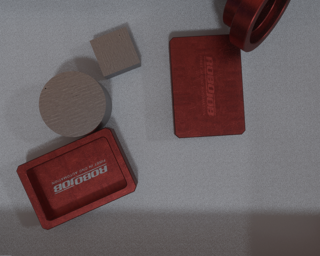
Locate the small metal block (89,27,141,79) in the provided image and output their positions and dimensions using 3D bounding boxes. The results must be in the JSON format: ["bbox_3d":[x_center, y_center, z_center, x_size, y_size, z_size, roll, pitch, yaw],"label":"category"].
[{"bbox_3d":[-0.058,-0.098,0.411,0.050,0.025,0.050,-22,90,-1],"label":"small metal block"}]

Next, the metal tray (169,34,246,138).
[{"bbox_3d":[0.061,-0.054,0.410,0.091,0.030,0.129,-4,90,-1],"label":"metal tray"}]

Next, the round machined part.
[{"bbox_3d":[0.110,-0.141,0.357,0.042,0.098,0.098,39,90,20],"label":"round machined part"}]

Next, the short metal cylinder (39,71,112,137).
[{"bbox_3d":[-0.106,-0.029,0.398,0.081,0.050,0.079,0,90,-1],"label":"short metal cylinder"}]

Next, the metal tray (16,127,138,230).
[{"bbox_3d":[-0.106,0.064,0.407,0.131,0.030,0.090,-24,90,-1],"label":"metal tray"}]
